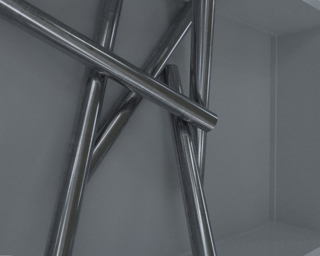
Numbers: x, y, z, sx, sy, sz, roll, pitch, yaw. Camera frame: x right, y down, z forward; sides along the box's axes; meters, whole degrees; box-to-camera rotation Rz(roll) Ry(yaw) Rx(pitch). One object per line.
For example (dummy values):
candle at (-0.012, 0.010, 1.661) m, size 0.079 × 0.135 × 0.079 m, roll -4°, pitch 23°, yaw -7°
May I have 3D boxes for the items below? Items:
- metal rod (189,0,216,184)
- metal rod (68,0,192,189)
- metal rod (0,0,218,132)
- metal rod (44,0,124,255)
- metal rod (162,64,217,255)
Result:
metal rod at (0.049, -0.043, 0.380) m, size 0.025 × 0.025 × 0.298 m, roll -25°, pitch 127°, yaw -37°
metal rod at (-0.022, -0.056, 0.387) m, size 0.025 × 0.025 × 0.300 m, roll 46°, pitch 63°, yaw -30°
metal rod at (-0.061, -0.070, 0.311) m, size 0.301 × 0.025 × 0.025 m, roll 28°, pitch 72°, yaw -24°
metal rod at (-0.075, -0.012, 0.322) m, size 0.025 × 0.025 × 0.299 m, roll 21°, pitch 71°, yaw -38°
metal rod at (0.034, 0.055, 0.356) m, size 0.025 × 0.025 × 0.299 m, roll 14°, pitch 56°, yaw -39°
